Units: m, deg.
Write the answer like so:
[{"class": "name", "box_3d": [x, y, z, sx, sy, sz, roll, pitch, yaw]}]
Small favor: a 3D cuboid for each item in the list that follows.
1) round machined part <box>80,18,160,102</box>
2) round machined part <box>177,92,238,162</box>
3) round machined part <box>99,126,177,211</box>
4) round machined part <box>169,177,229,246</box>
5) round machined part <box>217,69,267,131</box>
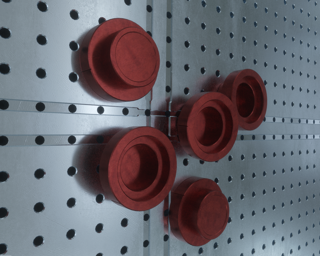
[{"class": "round machined part", "box_3d": [-0.039, -0.080, 0.364, 0.099, 0.042, 0.097, 0, 90, -40]}, {"class": "round machined part", "box_3d": [0.063, -0.003, 0.446, 0.099, 0.042, 0.097, -4, 96, -35]}, {"class": "round machined part", "box_3d": [-0.030, 0.047, 0.372, 0.099, 0.042, 0.097, 0, 90, -40]}, {"class": "round machined part", "box_3d": [0.063, 0.122, 0.450, 0.099, 0.042, 0.097, 0, 90, -40]}, {"class": "round machined part", "box_3d": [0.129, -0.045, 0.505, 0.099, 0.042, 0.097, 0, 90, -40]}]
